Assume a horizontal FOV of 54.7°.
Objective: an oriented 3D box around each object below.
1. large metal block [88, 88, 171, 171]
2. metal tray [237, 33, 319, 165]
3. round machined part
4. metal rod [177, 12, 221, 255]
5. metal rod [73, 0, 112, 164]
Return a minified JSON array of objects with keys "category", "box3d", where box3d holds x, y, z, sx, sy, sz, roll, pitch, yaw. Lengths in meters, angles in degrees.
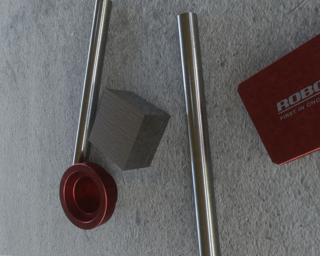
[{"category":"large metal block","box3d":[-0.043,0.001,0.422,0.080,0.050,0.079,34,111,34]},{"category":"metal tray","box3d":[0.147,-0.032,0.280,0.130,0.030,0.090,-33,70,34]},{"category":"round machined part","box3d":[-0.104,0.100,0.472,0.098,0.042,0.097,2,93,32]},{"category":"metal rod","box3d":[0.046,0.013,0.365,0.025,0.025,0.298,-8,85,39]},{"category":"metal rod","box3d":[-0.111,-0.050,0.493,0.025,0.025,0.298,17,100,38]}]
